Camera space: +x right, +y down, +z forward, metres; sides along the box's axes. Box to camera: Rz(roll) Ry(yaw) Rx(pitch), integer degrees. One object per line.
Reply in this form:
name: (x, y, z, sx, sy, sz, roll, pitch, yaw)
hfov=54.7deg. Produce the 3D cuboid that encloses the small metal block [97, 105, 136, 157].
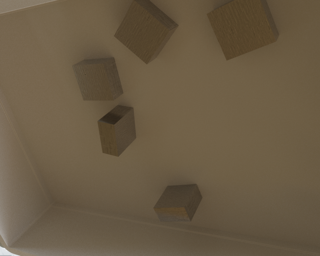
small metal block: (-0.057, 0.003, 0.425, 0.025, 0.050, 0.050, 11, 123, 22)

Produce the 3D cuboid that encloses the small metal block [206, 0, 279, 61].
small metal block: (0.081, -0.101, 0.303, 0.050, 0.025, 0.050, -17, 110, 34)

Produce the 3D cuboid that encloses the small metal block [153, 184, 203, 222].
small metal block: (0.027, 0.107, 0.445, 0.050, 0.050, 0.025, -11, 113, 33)

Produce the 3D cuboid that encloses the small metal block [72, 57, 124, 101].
small metal block: (-0.082, -0.064, 0.412, 0.050, 0.025, 0.050, 2, 120, 27)

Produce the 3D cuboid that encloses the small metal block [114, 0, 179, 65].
small metal block: (-0.016, -0.110, 0.349, 0.050, 0.025, 0.050, 41, 129, 0)
